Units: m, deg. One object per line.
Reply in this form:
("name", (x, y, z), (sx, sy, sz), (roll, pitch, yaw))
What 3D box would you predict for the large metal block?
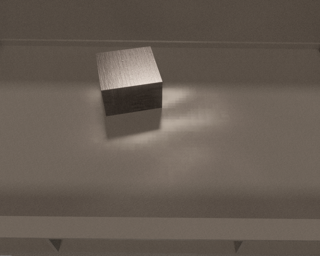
("large metal block", (-0.045, -0.069, 0.446), (0.081, 0.050, 0.080), (-9, 51, -8))
